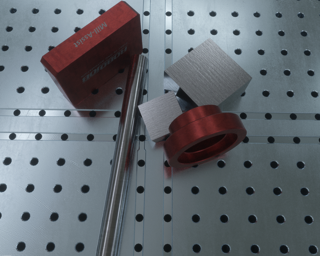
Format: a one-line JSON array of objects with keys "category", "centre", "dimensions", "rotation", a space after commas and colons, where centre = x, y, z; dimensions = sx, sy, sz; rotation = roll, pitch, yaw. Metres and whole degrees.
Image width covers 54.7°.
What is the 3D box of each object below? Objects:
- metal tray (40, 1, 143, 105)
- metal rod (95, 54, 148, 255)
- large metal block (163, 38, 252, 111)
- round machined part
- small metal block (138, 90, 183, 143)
[{"category": "metal tray", "centre": [-0.083, -0.096, 0.411], "dimensions": [0.130, 0.090, 0.030], "rotation": [-41, 75, -14]}, {"category": "metal rod", "centre": [-0.048, 0.040, 0.396], "dimensions": [0.025, 0.025, 0.299], "rotation": [7, 70, 2]}, {"category": "large metal block", "centre": [0.062, -0.061, 0.421], "dimensions": [0.080, 0.050, 0.080], "rotation": [-38, 75, -13]}, {"category": "round machined part", "centre": [0.049, 0.008, 0.371], "dimensions": [0.099, 0.098, 0.042], "rotation": [-18, 66, -7]}, {"category": "small metal block", "centre": [0.006, -0.014, 0.408], "dimensions": [0.050, 0.025, 0.050], "rotation": [-23, 77, 6]}]
